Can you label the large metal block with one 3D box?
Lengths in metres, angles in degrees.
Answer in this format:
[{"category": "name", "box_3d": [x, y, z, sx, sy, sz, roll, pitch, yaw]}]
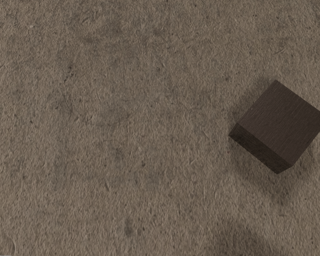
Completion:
[{"category": "large metal block", "box_3d": [0.149, -0.001, 0.397, 0.080, 0.050, 0.080, 41, 75, 13]}]
